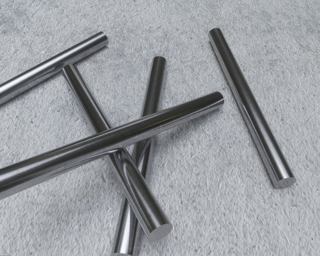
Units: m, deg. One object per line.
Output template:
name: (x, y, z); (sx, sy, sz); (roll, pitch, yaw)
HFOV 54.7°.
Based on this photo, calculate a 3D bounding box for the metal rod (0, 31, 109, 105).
metal rod: (-0.199, -0.070, 0.459); (0.025, 0.025, 0.302); (36, 58, 26)

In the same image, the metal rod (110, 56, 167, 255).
metal rod: (-0.018, 0.010, 0.394); (0.025, 0.025, 0.300); (5, 50, 4)

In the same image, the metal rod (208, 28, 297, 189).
metal rod: (0.119, -0.051, 0.447); (0.025, 0.025, 0.300); (-7, 50, -6)

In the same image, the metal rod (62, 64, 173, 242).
metal rod: (-0.069, 0.004, 0.377); (0.025, 0.025, 0.300); (-22, 47, -18)

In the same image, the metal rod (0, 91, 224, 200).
metal rod: (-0.029, 0.004, 0.346); (0.302, 0.025, 0.025); (-22, 52, -38)
